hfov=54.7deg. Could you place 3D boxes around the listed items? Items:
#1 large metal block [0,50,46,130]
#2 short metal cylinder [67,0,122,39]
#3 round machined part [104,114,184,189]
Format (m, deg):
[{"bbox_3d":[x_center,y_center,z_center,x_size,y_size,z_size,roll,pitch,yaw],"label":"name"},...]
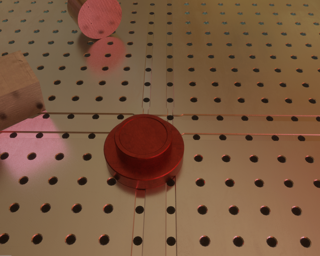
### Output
[{"bbox_3d":[-0.201,-0.044,0.398,0.081,0.080,0.050,-29,77,-23],"label":"large metal block"},{"bbox_3d":[-0.114,-0.205,0.543,0.081,0.080,0.050,-25,54,-19],"label":"short metal cylinder"},{"bbox_3d":[-0.019,0.021,0.379,0.099,0.042,0.098,0,50,0],"label":"round machined part"}]
